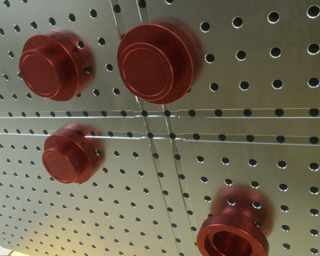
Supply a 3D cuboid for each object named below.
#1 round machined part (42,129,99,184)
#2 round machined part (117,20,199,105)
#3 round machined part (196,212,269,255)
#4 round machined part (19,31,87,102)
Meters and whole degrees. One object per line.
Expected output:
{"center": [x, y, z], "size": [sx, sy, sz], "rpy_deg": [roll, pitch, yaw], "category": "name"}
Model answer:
{"center": [-0.155, 0.054, 0.516], "size": [0.098, 0.042, 0.097], "rpy_deg": [13, 124, 21], "category": "round machined part"}
{"center": [-0.008, -0.071, 0.361], "size": [0.098, 0.042, 0.097], "rpy_deg": [13, 124, 21], "category": "round machined part"}
{"center": [0.105, 0.160, 0.444], "size": [0.098, 0.042, 0.097], "rpy_deg": [13, 124, 21], "category": "round machined part"}
{"center": [-0.155, -0.081, 0.433], "size": [0.098, 0.042, 0.097], "rpy_deg": [13, 124, 21], "category": "round machined part"}
